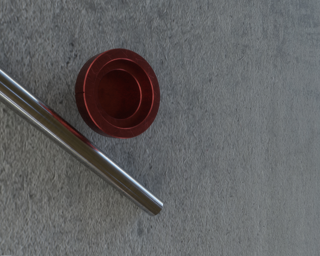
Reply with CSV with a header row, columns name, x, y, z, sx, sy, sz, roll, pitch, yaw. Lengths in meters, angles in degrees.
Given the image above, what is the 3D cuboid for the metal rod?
name,x,y,z,sx,sy,sz,roll,pitch,yaw
metal rod,-0.096,0.010,0.323,0.300,0.025,0.025,46,63,-30

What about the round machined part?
name,x,y,z,sx,sy,sz,roll,pitch,yaw
round machined part,-0.051,-0.037,0.351,0.099,0.042,0.097,0,90,-40
